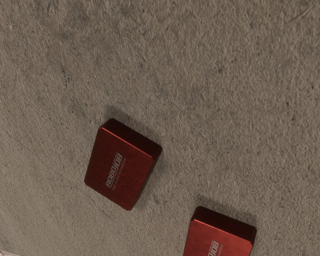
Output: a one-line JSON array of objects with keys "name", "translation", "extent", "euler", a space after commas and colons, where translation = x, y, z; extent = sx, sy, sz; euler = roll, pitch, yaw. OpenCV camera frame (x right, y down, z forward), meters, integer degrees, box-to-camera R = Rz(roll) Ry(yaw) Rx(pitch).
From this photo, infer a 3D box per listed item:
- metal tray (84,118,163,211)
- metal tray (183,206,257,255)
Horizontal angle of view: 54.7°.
[{"name": "metal tray", "translation": [-0.060, 0.059, 0.470], "extent": [0.090, 0.030, 0.129], "euler": [30, 128, 8]}, {"name": "metal tray", "translation": [0.085, 0.188, 0.474], "extent": [0.090, 0.030, 0.129], "euler": [18, 126, 17]}]
